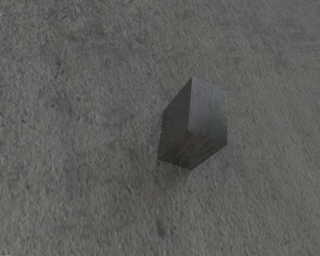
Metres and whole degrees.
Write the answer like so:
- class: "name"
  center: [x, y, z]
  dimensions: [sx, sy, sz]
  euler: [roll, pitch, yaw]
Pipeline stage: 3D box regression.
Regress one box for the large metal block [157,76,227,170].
- class: "large metal block"
  center: [0.041, -0.004, 0.392]
  dimensions: [0.050, 0.080, 0.080]
  euler: [20, 54, -17]
